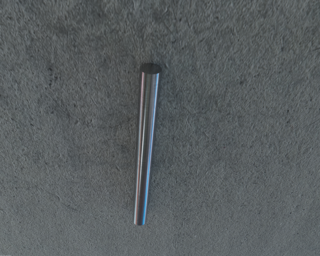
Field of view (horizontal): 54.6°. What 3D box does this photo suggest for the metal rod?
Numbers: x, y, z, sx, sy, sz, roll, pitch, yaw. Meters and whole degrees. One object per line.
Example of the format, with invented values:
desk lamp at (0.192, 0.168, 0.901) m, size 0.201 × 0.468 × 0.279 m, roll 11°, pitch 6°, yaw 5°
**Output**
metal rod at (-0.023, 0.046, 0.445) m, size 0.025 × 0.025 × 0.298 m, roll 4°, pitch 130°, yaw -3°
